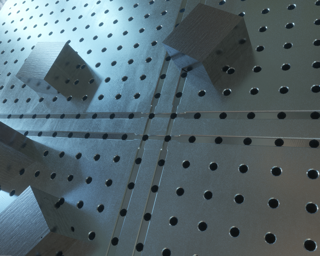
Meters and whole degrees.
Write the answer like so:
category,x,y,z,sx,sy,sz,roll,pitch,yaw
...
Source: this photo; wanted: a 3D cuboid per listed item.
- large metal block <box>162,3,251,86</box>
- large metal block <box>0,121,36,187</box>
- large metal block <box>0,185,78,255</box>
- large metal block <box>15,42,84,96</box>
category,x,y,z,sx,sy,sz,roll,pitch,yaw
large metal block,0.064,-0.118,0.432,0.080,0.050,0.080,-48,51,-5
large metal block,-0.258,0.041,0.486,0.080,0.080,0.050,-36,51,4
large metal block,-0.166,0.136,0.397,0.080,0.050,0.080,-44,51,-2
large metal block,-0.201,-0.110,0.567,0.080,0.050,0.080,10,67,32
